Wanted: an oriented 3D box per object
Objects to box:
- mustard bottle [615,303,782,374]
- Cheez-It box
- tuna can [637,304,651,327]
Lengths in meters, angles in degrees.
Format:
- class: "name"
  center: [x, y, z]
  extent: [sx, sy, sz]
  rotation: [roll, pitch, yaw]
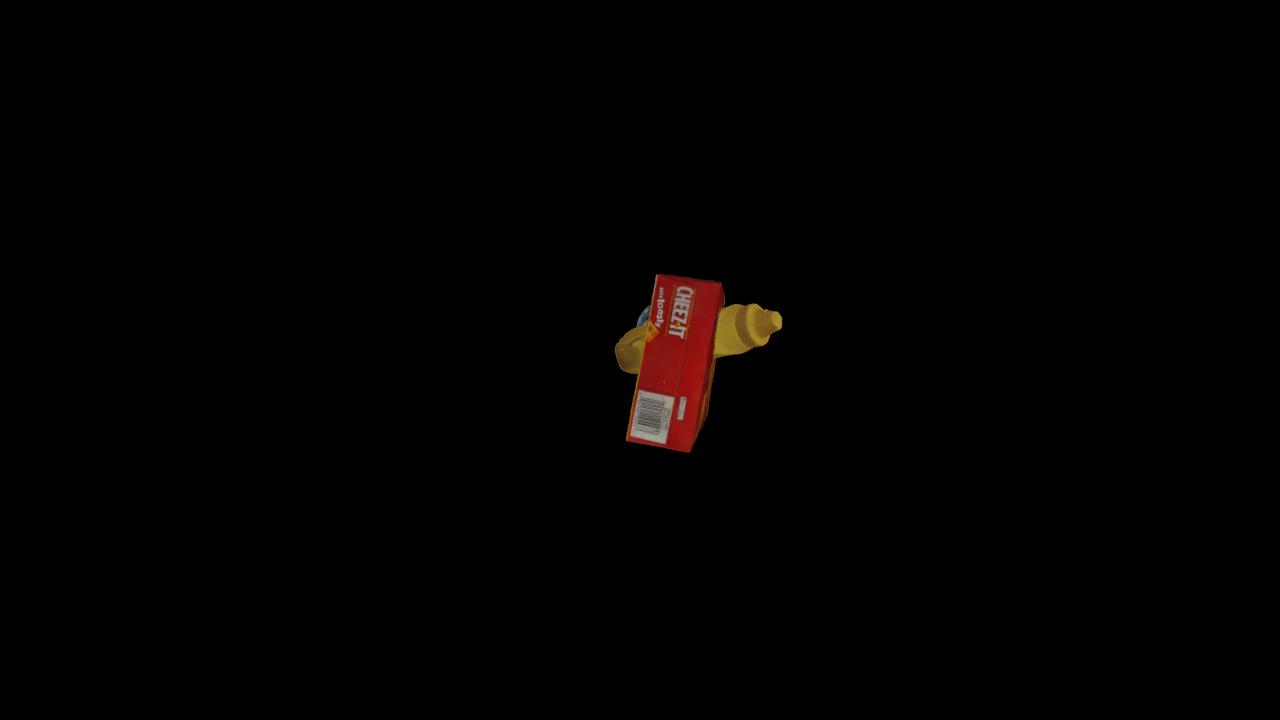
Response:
- class: "mustard bottle"
  center: [0.066, -0.024, 0.642]
  extent: [0.184, 0.054, 0.092]
  rotation: [-11, 2, 43]
- class: "Cheez-It box"
  center: [0.048, -0.002, 0.678]
  extent: [0.071, 0.166, 0.223]
  rotation: [10, 4, 8]
- class: "tuna can"
  center: [0.038, -0.035, 0.764]
  extent: [0.084, 0.084, 0.034]
  rotation: [0, 38, -5]
